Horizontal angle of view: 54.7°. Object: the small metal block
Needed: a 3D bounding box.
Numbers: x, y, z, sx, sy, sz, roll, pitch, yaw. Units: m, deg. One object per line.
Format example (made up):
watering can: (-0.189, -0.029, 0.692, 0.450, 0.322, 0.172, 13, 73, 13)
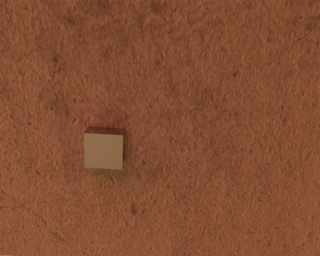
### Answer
small metal block: (-0.074, 0.027, 0.419, 0.050, 0.025, 0.050, 3, 110, -2)
